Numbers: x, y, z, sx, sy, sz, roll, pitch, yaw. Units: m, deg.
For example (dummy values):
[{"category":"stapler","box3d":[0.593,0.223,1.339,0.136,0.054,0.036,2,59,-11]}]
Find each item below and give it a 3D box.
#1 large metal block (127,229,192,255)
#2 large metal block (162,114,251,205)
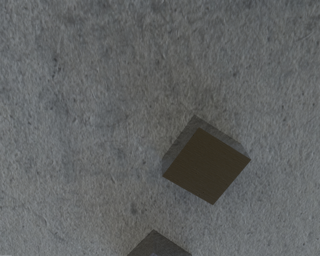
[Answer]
[{"category":"large metal block","box3d":[-0.005,0.218,0.477,0.080,0.050,0.080,38,105,-13]},{"category":"large metal block","box3d":[0.058,0.042,0.413,0.080,0.050,0.080,31,107,-11]}]
